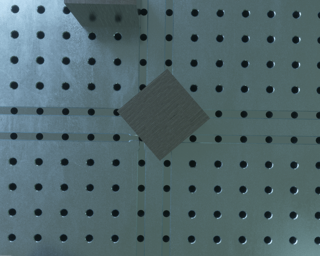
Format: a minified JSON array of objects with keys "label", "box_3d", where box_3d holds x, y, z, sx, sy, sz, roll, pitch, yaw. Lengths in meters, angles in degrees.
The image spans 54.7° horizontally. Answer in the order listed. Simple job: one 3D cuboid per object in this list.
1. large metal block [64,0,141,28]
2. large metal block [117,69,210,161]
[{"label":"large metal block","box_3d":[-0.066,-0.163,0.385,0.081,0.080,0.050,1,90,-1]},{"label":"large metal block","box_3d":[0.004,-0.016,0.401,0.080,0.050,0.080,-40,91,0]}]
